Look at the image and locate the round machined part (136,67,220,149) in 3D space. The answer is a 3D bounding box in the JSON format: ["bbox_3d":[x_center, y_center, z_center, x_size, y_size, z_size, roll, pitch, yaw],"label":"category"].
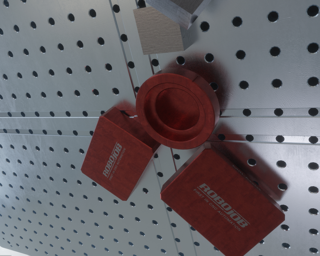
[{"bbox_3d":[0.024,-0.026,0.371,0.098,0.042,0.097,13,124,20],"label":"round machined part"}]

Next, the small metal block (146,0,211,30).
[{"bbox_3d":[0.022,-0.132,0.298,0.050,0.050,0.025,35,165,5],"label":"small metal block"}]

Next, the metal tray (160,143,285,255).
[{"bbox_3d":[0.077,0.093,0.392,0.130,0.030,0.090,42,103,-3],"label":"metal tray"}]

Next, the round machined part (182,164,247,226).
[{"bbox_3d":[0.069,0.100,0.425,0.098,0.042,0.097,13,124,21],"label":"round machined part"}]

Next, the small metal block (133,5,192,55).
[{"bbox_3d":[0.004,-0.111,0.341,0.050,0.025,0.050,1,119,27],"label":"small metal block"}]

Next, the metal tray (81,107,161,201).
[{"bbox_3d":[-0.062,0.043,0.468,0.090,0.030,0.129,33,129,6],"label":"metal tray"}]
